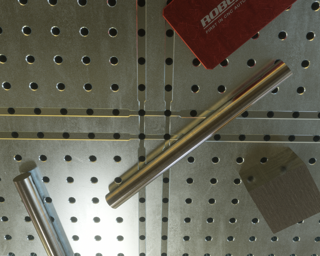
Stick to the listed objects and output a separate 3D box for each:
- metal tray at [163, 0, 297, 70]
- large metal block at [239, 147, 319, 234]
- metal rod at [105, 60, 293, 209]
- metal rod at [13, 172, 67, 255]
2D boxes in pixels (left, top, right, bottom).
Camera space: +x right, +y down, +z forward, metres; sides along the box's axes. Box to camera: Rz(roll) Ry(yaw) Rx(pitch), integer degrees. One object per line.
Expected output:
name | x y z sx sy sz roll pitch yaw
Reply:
metal tray | 0.079 -0.143 0.359 0.130 0.030 0.090 -39 106 12
large metal block | 0.171 0.088 0.435 0.080 0.050 0.080 -30 108 10
metal rod | 0.044 0.016 0.419 0.300 0.025 0.025 -39 106 12
metal rod | -0.159 0.205 0.486 0.025 0.025 0.298 -13 110 4
